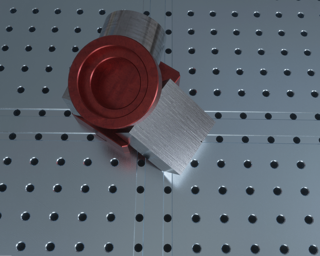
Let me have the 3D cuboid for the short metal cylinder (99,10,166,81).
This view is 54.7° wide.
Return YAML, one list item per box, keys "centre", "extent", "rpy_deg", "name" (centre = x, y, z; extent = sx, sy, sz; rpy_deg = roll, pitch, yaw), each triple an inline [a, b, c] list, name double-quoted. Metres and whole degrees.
- centre: [-0.037, -0.099, 0.386]
  extent: [0.080, 0.080, 0.050]
  rpy_deg: [13, 71, 4]
  name: "short metal cylinder"

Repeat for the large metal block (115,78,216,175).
- centre: [0.007, -0.001, 0.379]
  extent: [0.080, 0.050, 0.080]
  rpy_deg: [42, 72, -19]
  name: "large metal block"

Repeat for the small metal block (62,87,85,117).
- centre: [-0.091, -0.044, 0.380]
  extent: [0.025, 0.050, 0.050]
  rpy_deg: [18, 71, 6]
  name: "small metal block"

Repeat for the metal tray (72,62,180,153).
- centre: [-0.044, -0.043, 0.425]
  extent: [0.090, 0.030, 0.130]
  rpy_deg: [33, 73, 11]
  name: "metal tray"

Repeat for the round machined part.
- centre: [-0.046, -0.048, 0.340]
  extent: [0.098, 0.042, 0.097]
  rpy_deg: [0, 90, 11]
  name: "round machined part"
